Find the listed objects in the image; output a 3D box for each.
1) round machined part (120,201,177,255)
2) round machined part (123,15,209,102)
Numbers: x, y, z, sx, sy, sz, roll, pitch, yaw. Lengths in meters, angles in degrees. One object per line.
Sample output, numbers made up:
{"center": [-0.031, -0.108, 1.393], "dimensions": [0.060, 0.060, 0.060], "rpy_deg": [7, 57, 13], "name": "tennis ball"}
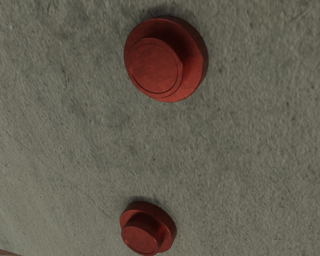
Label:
{"center": [-0.025, 0.173, 0.514], "dimensions": [0.098, 0.042, 0.097], "rpy_deg": [13, 124, 20], "name": "round machined part"}
{"center": [0.001, -0.073, 0.349], "dimensions": [0.098, 0.042, 0.097], "rpy_deg": [13, 124, 20], "name": "round machined part"}
